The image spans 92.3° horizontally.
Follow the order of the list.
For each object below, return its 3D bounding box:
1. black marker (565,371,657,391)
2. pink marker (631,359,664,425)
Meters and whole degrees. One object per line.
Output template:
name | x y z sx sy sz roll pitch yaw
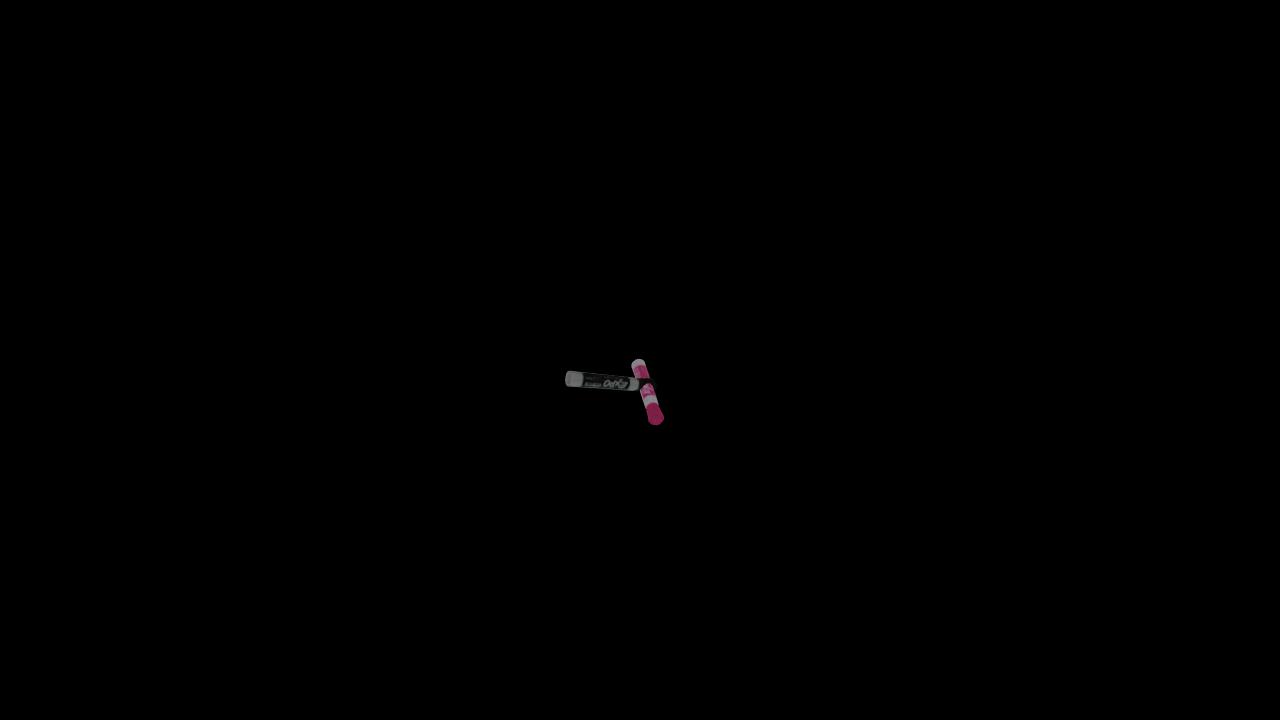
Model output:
black marker | -0.032 0.027 0.750 0.121 0.020 0.020 6 -3 -30
pink marker | 0.009 0.039 0.765 0.020 0.020 0.121 0 34 -13
